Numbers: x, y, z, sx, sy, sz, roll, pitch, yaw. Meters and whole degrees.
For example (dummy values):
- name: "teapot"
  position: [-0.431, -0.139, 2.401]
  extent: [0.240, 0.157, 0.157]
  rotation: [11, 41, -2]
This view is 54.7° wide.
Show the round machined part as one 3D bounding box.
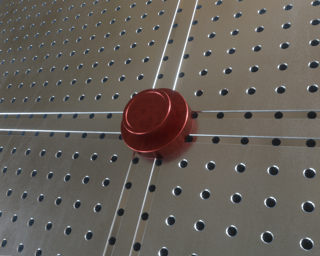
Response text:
- name: "round machined part"
  position: [-0.010, -0.013, 0.409]
  extent: [0.098, 0.042, 0.098]
  rotation: [-13, 56, 20]
